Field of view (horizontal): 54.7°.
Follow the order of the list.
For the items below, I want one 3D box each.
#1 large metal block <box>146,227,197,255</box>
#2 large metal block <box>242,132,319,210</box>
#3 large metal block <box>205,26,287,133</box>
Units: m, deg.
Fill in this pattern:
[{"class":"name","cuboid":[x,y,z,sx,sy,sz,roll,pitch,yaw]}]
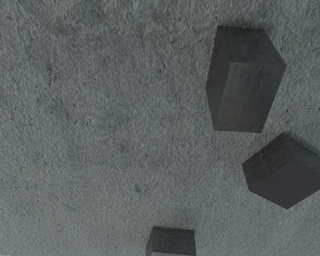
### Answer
[{"class":"large metal block","cuboid":[0.018,0.237,0.593,0.081,0.050,0.079,9,130,-8]},{"class":"large metal block","cuboid":[0.181,0.064,0.447,0.080,0.050,0.080,28,125,-22]},{"class":"large metal block","cuboid":[0.084,-0.052,0.328,0.050,0.080,0.079,3,130,-3]}]
